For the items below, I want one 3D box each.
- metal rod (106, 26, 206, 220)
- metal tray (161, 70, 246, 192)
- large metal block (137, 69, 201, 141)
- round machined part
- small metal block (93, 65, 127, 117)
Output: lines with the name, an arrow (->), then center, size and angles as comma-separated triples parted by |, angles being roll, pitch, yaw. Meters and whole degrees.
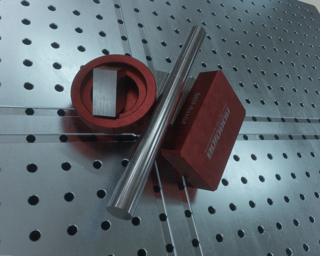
metal rod -> 0.010, -0.032, 0.370 | 0.025, 0.025, 0.300 | 30, 52, -9
metal tray -> 0.061, 0.003, 0.395 | 0.090, 0.030, 0.130 | 48, 58, -37
large metal block -> 0.015, -0.025, 0.417 | 0.081, 0.050, 0.080 | 9, 58, -24
round machined part -> -0.054, -0.037, 0.375 | 0.099, 0.042, 0.098 | 1, 67, -1
small metal block -> -0.057, -0.044, 0.354 | 0.025, 0.050, 0.050 | 6, 17, 4
